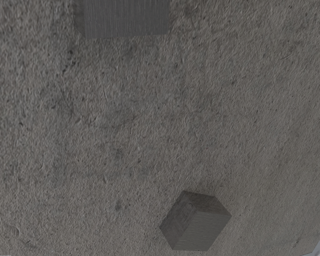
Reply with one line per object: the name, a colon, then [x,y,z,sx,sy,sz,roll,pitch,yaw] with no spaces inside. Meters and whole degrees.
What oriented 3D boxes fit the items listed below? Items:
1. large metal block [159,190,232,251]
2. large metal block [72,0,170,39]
large metal block: [0.059,0.158,0.521,0.081,0.050,0.080,19,109,-36]
large metal block: [-0.037,-0.132,0.288,0.081,0.050,0.079,-11,123,-23]
